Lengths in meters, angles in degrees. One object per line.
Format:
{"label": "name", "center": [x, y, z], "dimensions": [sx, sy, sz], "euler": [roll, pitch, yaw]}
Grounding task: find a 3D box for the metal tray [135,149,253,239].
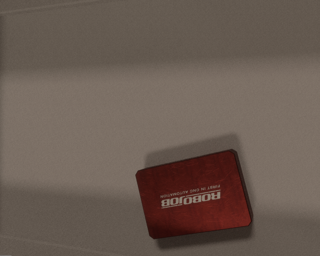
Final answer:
{"label": "metal tray", "center": [0.042, 0.084, 0.393], "dimensions": [0.130, 0.030, 0.090], "euler": [-15, 85, 19]}
